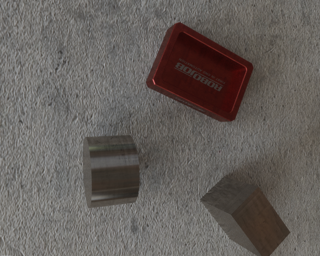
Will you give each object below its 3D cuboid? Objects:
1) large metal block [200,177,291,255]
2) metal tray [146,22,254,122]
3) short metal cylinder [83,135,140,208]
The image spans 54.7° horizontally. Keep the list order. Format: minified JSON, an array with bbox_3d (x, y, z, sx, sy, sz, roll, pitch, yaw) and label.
[{"bbox_3d":[0.113,0.119,0.422,0.050,0.080,0.080,-40,103,-15],"label":"large metal block"},{"bbox_3d":[0.057,-0.073,0.427,0.131,0.030,0.090,24,82,-19],"label":"metal tray"},{"bbox_3d":[-0.059,0.049,0.358,0.050,0.080,0.079,-2,91,-20],"label":"short metal cylinder"}]
